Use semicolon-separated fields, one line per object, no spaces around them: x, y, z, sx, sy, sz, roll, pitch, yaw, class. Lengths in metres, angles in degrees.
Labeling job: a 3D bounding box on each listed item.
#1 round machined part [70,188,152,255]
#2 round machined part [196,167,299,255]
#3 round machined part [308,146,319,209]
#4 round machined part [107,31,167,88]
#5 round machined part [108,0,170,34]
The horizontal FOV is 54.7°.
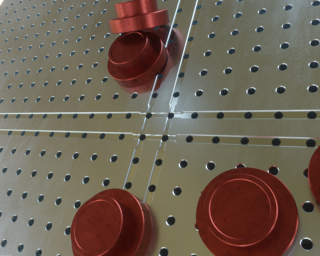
-0.062;0.116;0.357;0.098;0.042;0.098;-13;56;21;round machined part
0.081;0.084;0.303;0.098;0.042;0.098;-13;56;20;round machined part
0.185;0.042;0.274;0.098;0.042;0.098;-13;56;20;round machined part
-0.041;-0.115;0.488;0.098;0.042;0.098;-13;56;20;round machined part
-0.036;-0.183;0.495;0.099;0.042;0.098;-9;23;4;round machined part
